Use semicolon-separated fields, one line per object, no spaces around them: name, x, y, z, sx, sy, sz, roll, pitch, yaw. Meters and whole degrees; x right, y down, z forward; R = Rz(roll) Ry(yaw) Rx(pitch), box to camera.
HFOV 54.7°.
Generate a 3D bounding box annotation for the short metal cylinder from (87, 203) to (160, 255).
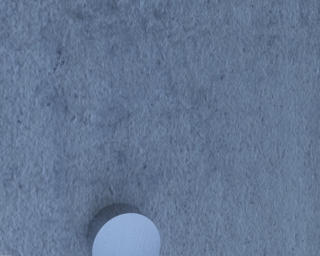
short metal cylinder;-0.046;0.138;0.380;0.081;0.050;0.079;0;90;-21
